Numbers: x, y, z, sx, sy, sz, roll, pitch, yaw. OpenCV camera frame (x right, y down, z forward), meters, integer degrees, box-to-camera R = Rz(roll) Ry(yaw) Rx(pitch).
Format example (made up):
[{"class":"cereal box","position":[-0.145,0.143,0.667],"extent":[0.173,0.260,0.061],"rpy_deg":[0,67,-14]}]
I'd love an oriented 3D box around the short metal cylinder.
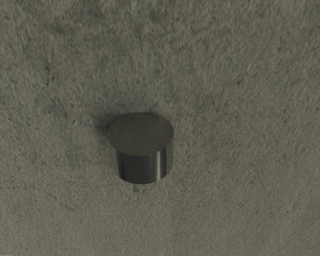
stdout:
[{"class":"short metal cylinder","position":[-0.023,0.024,0.391],"extent":[0.081,0.080,0.050],"rpy_deg":[-1,130,0]}]
